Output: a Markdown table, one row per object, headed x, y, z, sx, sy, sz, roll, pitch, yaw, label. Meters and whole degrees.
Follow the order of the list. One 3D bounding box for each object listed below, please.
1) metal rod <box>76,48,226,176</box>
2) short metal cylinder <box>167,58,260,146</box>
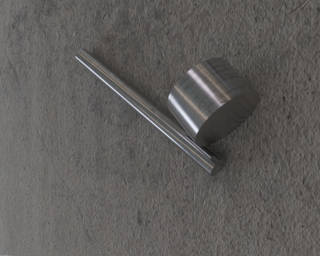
| x | y | z | sx | sy | sz | roll | pitch | yaw | label |
| --- | --- | --- | --- | --- | --- | --- | --- | --- | --- |
| -0.031 | -0.037 | 0.430 | 0.300 | 0.025 | 0.025 | 40 | 115 | 32 | metal rod |
| 0.055 | -0.026 | 0.324 | 0.080 | 0.081 | 0.050 | -51 | 60 | 28 | short metal cylinder |
